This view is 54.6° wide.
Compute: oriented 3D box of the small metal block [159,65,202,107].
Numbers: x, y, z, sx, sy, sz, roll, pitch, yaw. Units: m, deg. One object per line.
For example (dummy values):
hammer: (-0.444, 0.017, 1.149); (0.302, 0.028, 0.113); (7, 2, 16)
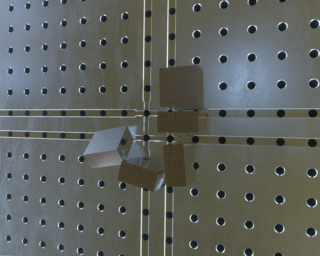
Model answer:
small metal block: (0.028, -0.053, 0.403); (0.050, 0.025, 0.050); (-1, 90, 20)

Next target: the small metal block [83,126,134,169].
small metal block: (-0.069, 0.026, 0.422); (0.050, 0.050, 0.025); (-10, 124, 20)

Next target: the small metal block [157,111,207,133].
small metal block: (0.029, -0.007, 0.389); (0.050, 0.050, 0.025); (0, 90, 20)

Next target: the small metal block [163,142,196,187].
small metal block: (0.026, 0.044, 0.390); (0.025, 0.050, 0.050); (-5, 89, 20)

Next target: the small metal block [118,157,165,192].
small metal block: (-0.019, 0.059, 0.407); (0.050, 0.050, 0.025); (14, 95, 19)
